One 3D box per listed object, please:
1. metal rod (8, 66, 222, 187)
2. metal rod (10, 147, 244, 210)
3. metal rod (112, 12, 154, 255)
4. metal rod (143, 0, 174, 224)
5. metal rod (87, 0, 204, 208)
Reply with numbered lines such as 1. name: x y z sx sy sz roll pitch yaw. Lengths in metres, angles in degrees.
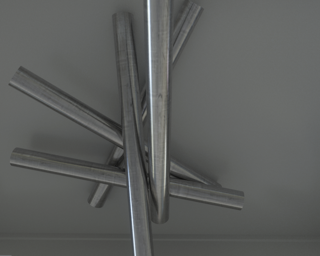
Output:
1. metal rod: -0.038 0.018 0.389 0.301 0.025 0.025 32 107 -22
2. metal rod: -0.042 0.066 0.405 0.302 0.025 0.025 11 110 0
3. metal rod: -0.031 0.017 0.364 0.025 0.025 0.298 -5 90 2
4. metal rod: -0.001 -0.009 0.317 0.025 0.025 0.298 0 124 0
5. metal rod: -0.027 -0.018 0.404 0.025 0.025 0.298 25 108 -9
